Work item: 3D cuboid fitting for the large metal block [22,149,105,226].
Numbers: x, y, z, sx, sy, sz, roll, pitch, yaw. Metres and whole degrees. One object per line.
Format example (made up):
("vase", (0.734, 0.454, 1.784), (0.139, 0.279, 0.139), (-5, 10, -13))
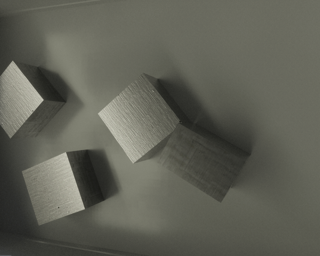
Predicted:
("large metal block", (-0.139, 0.084, 0.446), (0.080, 0.050, 0.080), (-23, 83, 18))

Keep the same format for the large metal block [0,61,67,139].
("large metal block", (-0.205, -0.041, 0.470), (0.080, 0.050, 0.080), (-44, 76, 14))

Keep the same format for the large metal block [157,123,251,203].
("large metal block", (0.055, 0.035, 0.362), (0.080, 0.080, 0.050), (31, 100, 17))

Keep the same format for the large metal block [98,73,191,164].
("large metal block", (-0.018, -0.012, 0.404), (0.080, 0.050, 0.080), (-40, 78, 15))
